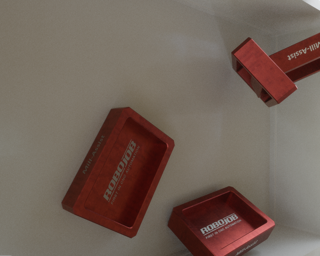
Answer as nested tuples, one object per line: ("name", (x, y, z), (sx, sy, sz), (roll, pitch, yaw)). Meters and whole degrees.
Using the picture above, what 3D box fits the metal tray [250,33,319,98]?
("metal tray", (0.202, -0.094, 0.453), (0.090, 0.130, 0.030), (40, 26, -74))

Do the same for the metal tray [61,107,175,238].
("metal tray", (-0.043, 0.051, 0.366), (0.090, 0.030, 0.130), (38, 67, -34))

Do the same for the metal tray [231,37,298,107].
("metal tray", (0.146, -0.075, 0.452), (0.090, 0.030, 0.130), (50, 12, 8))

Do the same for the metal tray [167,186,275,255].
("metal tray", (0.088, 0.135, 0.435), (0.131, 0.090, 0.030), (-9, 127, -40))
